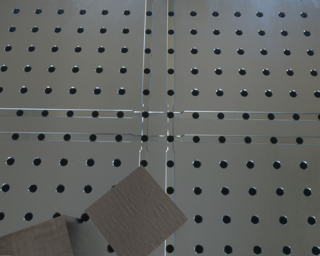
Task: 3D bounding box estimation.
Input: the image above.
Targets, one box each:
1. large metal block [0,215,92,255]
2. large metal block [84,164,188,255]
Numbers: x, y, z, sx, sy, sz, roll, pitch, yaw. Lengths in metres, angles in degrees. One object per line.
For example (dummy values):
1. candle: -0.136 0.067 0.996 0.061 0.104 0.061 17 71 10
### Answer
1. large metal block: -0.125 0.134 0.333 0.080 0.080 0.050 -18 71 -7
2. large metal block: -0.026 0.103 0.361 0.080 0.050 0.080 -38 75 -13
